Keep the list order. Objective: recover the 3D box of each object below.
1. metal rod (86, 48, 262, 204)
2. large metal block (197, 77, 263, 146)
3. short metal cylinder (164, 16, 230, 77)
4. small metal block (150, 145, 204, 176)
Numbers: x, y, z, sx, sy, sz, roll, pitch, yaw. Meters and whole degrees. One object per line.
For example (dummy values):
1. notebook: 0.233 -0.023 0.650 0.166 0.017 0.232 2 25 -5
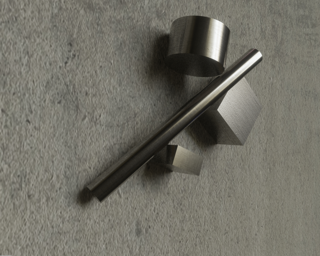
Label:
1. metal rod: 0.033 -0.016 0.400 0.301 0.025 0.025 -40 115 -22
2. large metal block: 0.106 -0.030 0.480 0.080 0.050 0.080 48 61 -30
3. short metal cylinder: 0.050 -0.106 0.413 0.080 0.080 0.050 18 79 -39
4. small metal block: 0.020 0.041 0.408 0.050 0.050 0.025 27 73 -37
